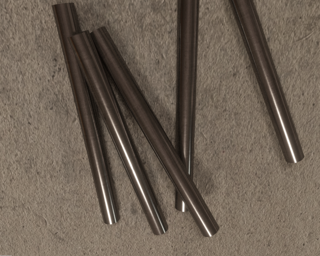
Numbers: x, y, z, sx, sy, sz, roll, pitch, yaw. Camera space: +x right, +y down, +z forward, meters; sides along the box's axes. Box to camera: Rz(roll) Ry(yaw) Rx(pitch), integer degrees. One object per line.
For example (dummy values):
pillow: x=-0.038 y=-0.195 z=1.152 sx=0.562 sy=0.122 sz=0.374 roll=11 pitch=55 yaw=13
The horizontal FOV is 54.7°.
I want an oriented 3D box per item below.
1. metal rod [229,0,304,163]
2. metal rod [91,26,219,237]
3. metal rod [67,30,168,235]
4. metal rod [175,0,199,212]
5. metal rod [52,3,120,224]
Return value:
metal rod: x=0.123 y=-0.086 z=0.379 sx=0.025 sy=0.025 sz=0.299 roll=-24 pitch=109 yaw=8
metal rod: x=-0.003 y=0.013 z=0.395 sx=0.025 sy=0.025 sz=0.299 roll=-28 pitch=101 yaw=9
metal rod: x=-0.046 y=0.023 z=0.406 sx=0.025 sy=0.025 sz=0.298 roll=-17 pitch=114 yaw=6
metal rod: x=0.033 y=-0.025 z=0.401 sx=0.025 sy=0.025 sz=0.298 roll=0 pitch=110 yaw=0
metal rod: x=-0.091 y=-0.004 z=0.407 sx=0.025 sy=0.025 sz=0.298 roll=-7 pitch=110 yaw=2
